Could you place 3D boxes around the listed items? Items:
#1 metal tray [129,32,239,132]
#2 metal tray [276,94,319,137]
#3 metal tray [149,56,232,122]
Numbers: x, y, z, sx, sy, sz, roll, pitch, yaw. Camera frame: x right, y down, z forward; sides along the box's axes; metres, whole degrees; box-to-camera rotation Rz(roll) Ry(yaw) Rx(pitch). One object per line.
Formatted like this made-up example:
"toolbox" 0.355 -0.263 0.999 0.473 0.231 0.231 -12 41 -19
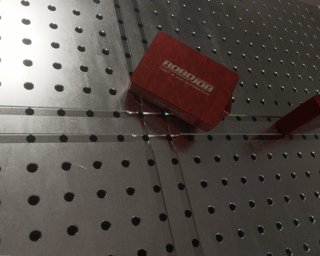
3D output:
"metal tray" 0.034 -0.064 0.433 0.130 0.030 0.090 29 71 -2
"metal tray" 0.276 -0.027 0.535 0.131 0.090 0.030 -11 68 -33
"metal tray" 0.049 -0.074 0.478 0.131 0.030 0.090 24 53 -14
